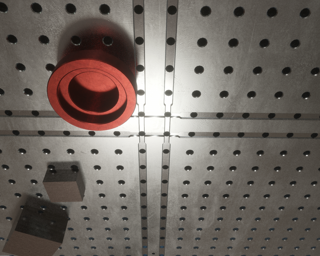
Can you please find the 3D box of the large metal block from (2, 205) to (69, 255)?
[{"bbox_3d":[-0.222,0.191,0.555,0.080,0.050,0.080,25,126,-20],"label":"large metal block"}]

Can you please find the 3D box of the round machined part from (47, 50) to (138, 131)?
[{"bbox_3d":[-0.075,-0.047,0.360,0.099,0.042,0.097,-1,130,0],"label":"round machined part"}]

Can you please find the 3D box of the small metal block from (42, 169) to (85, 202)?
[{"bbox_3d":[-0.149,0.091,0.487,0.050,0.025,0.050,-2,130,1],"label":"small metal block"}]
